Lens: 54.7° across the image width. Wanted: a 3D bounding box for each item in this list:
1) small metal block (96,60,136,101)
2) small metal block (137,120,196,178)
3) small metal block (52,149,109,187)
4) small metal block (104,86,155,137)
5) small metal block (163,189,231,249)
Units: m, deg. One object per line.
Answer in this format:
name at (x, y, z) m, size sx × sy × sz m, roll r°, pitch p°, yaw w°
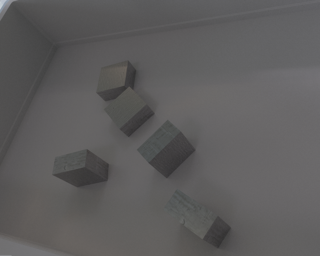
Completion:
small metal block at (-0.068, -0.074, 0.487) m, size 0.050 × 0.025 × 0.050 m, roll -10°, pitch 57°, yaw 23°
small metal block at (0.009, 0.026, 0.369) m, size 0.050 × 0.050 × 0.025 m, roll -44°, pitch 51°, yaw -2°
small metal block at (-0.104, 0.055, 0.411) m, size 0.050 × 0.050 × 0.025 m, roll -15°, pitch 56°, yaw 20°
small metal block at (-0.044, -0.024, 0.444) m, size 0.050 × 0.025 × 0.050 m, roll -42°, pitch 51°, yaw -1°
small metal block at (0.038, 0.092, 0.313) m, size 0.050 × 0.050 × 0.025 m, roll 28°, pitch 77°, yaw 37°
